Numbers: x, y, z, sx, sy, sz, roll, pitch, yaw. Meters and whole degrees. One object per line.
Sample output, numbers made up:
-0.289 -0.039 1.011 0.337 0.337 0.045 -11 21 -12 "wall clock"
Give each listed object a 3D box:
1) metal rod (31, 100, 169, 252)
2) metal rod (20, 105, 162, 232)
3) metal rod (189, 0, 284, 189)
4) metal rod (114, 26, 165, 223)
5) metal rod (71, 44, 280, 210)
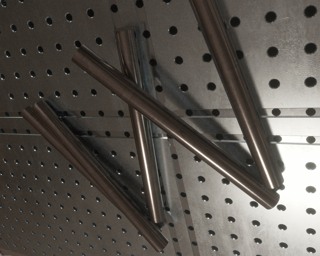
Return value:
-0.094 0.077 0.492 0.300 0.025 0.025 49 129 -2 "metal rod"
-0.112 0.076 0.514 0.300 0.025 0.025 45 129 -4 "metal rod"
0.075 -0.061 0.332 0.025 0.025 0.299 -14 111 33 "metal rod"
-0.023 0.015 0.430 0.025 0.025 0.298 6 121 25 "metal rod"
0.024 0.003 0.377 0.301 0.025 0.025 37 129 -6 "metal rod"
